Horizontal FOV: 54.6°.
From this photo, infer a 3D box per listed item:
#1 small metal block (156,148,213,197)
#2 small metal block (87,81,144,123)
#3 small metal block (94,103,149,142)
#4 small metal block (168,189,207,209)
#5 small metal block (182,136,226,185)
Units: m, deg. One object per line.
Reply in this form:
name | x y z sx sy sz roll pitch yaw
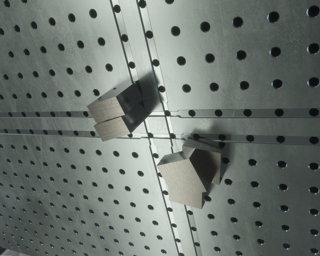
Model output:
small metal block | 0.032 0.058 0.398 0.050 0.025 0.050 -18 109 35
small metal block | -0.057 -0.034 0.405 0.050 0.050 0.025 -13 112 33
small metal block | -0.052 -0.010 0.417 0.050 0.050 0.025 -16 110 34
small metal block | 0.040 0.083 0.442 0.050 0.025 0.050 10 123 22
small metal block | 0.058 0.042 0.407 0.050 0.025 0.050 10 123 23
